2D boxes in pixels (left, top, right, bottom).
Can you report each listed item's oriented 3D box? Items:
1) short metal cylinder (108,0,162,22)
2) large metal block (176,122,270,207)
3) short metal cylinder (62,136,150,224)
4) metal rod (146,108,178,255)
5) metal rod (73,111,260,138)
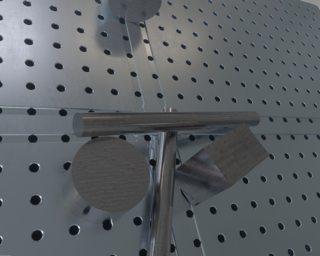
[{"bbox_3d":[-0.040,-0.213,0.482,0.081,0.080,0.050,8,58,-24],"label":"short metal cylinder"},{"bbox_3d":[0.073,0.046,0.384,0.081,0.080,0.050,-27,77,-37],"label":"large metal block"},{"bbox_3d":[-0.057,0.056,0.327,0.081,0.050,0.080,14,56,-21],"label":"short metal cylinder"},{"bbox_3d":[0.001,0.104,0.345,0.025,0.025,0.300,18,55,-18],"label":"metal rod"},{"bbox_3d":[0.035,-0.009,0.401,0.302,0.025,0.025,-3,63,-40],"label":"metal rod"}]
